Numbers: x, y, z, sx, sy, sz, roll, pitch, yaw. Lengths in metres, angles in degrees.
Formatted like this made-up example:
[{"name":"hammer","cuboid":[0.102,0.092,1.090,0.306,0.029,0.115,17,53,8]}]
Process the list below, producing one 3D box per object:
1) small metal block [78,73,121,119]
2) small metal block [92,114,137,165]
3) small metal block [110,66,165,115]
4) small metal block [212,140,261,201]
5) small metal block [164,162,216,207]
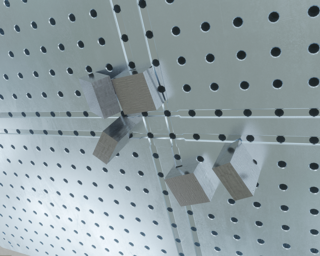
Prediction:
[{"name":"small metal block","cuboid":[-0.080,-0.044,0.412,0.050,0.025,0.050,24,136,54]},{"name":"small metal block","cuboid":[-0.064,0.016,0.440,0.025,0.050,0.050,36,129,5]},{"name":"small metal block","cuboid":[-0.028,-0.047,0.397,0.050,0.025,0.050,-6,115,31]},{"name":"small metal block","cuboid":[0.094,0.051,0.377,0.025,0.050,0.050,-28,103,37]},{"name":"small metal block","cuboid":[0.042,0.081,0.439,0.050,0.025,0.050,-20,108,35]}]
